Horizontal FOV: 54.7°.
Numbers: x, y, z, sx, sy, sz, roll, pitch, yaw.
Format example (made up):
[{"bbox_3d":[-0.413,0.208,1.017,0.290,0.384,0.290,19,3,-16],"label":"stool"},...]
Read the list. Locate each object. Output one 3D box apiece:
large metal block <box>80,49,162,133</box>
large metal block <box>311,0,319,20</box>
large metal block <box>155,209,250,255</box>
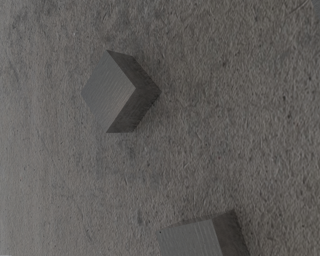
[{"bbox_3d":[-0.057,-0.050,0.436,0.080,0.050,0.080,-52,60,27],"label":"large metal block"},{"bbox_3d":[0.175,-0.097,0.244,0.080,0.050,0.080,-25,74,37],"label":"large metal block"},{"bbox_3d":[0.051,0.143,0.347,0.080,0.050,0.080,-26,74,37],"label":"large metal block"}]
